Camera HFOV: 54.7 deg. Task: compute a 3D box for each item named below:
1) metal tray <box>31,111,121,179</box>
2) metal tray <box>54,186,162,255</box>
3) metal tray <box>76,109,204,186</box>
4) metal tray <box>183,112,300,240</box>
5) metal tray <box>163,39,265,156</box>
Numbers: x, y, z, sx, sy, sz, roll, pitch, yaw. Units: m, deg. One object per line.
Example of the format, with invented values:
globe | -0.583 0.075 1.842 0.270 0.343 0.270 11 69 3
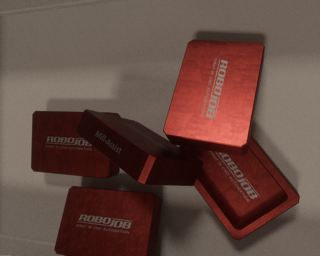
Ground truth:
metal tray | -0.124 0.021 0.450 0.130 0.030 0.089 2 91 19
metal tray | -0.068 0.130 0.414 0.130 0.030 0.090 1 68 19
metal tray | -0.025 0.022 0.360 0.130 0.091 0.030 30 101 41
metal tray | 0.089 0.055 0.376 0.090 0.030 0.130 -40 78 15
metal tray | 0.065 -0.039 0.358 0.090 0.030 0.130 9 69 19
